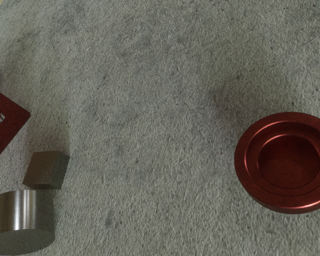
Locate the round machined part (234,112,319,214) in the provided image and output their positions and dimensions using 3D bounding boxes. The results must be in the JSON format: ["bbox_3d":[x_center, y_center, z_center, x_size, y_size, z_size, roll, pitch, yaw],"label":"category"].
[{"bbox_3d":[0.127,0.036,0.304,0.098,0.042,0.098,-13,56,21],"label":"round machined part"}]

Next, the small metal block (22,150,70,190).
[{"bbox_3d":[-0.166,0.062,0.453,0.050,0.025,0.050,-5,59,25],"label":"small metal block"}]

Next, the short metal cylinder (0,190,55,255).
[{"bbox_3d":[-0.175,0.119,0.387,0.080,0.080,0.050,-27,53,11],"label":"short metal cylinder"}]

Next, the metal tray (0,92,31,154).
[{"bbox_3d":[-0.293,0.002,0.514,0.030,0.090,0.130,25,75,37],"label":"metal tray"}]
